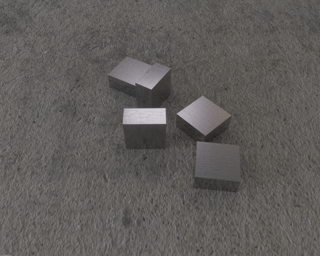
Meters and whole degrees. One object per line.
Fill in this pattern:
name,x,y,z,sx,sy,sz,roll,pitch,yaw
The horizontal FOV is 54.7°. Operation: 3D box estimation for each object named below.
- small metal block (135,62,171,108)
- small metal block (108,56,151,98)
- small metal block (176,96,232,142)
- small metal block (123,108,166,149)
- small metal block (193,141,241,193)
small metal block,-0.008,-0.055,0.433,0.025,0.050,0.050,25,55,19
small metal block,-0.042,-0.077,0.467,0.050,0.025,0.050,24,54,18
small metal block,0.057,-0.009,0.411,0.050,0.025,0.050,-35,59,-26
small metal block,-0.018,0.002,0.385,0.050,0.050,0.025,-1,50,-1
small metal block,0.067,0.045,0.365,0.050,0.025,0.050,6,50,4
